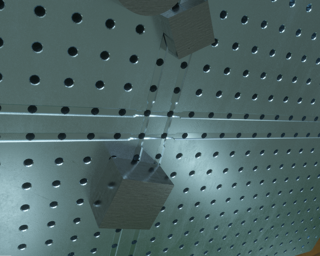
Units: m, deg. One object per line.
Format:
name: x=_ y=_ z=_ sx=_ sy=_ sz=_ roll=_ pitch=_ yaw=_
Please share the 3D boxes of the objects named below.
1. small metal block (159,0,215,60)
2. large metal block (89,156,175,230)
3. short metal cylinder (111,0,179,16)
small metal block: x=0.032 y=-0.115 z=0.357 sx=0.050 sy=0.025 sz=0.050 roll=-28 pitch=128 yaw=-11
large metal block: x=-0.040 y=0.092 z=0.430 sx=0.081 sy=0.050 sz=0.080 roll=15 pitch=111 yaw=-34
short metal cylinder: x=-0.018 y=-0.152 z=0.291 sx=0.081 sy=0.050 sz=0.079 roll=-14 pitch=124 yaw=-21
